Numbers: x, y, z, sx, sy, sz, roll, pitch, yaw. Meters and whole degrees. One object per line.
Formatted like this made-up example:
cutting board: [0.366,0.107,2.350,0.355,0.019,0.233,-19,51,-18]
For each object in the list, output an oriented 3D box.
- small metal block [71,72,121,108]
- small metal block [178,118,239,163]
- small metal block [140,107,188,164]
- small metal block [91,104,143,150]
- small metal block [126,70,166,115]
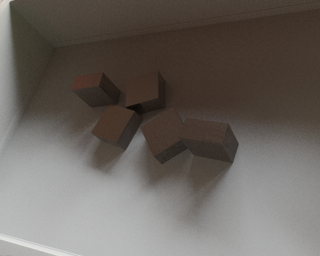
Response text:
small metal block: [-0.097,-0.057,0.473,0.050,0.050,0.025,-4,60,26]
small metal block: [0.056,0.014,0.351,0.050,0.050,0.025,9,67,32]
small metal block: [0.009,0.009,0.394,0.050,0.025,0.050,-32,52,7]
small metal block: [-0.060,-0.002,0.437,0.050,0.025,0.050,17,71,34]
small metal block: [-0.020,-0.050,0.446,0.050,0.025,0.050,-14,56,20]
